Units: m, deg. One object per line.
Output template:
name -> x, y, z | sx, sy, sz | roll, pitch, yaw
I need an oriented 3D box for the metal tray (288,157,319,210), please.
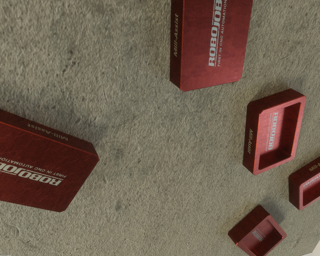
metal tray -> 0.333, 0.107, 0.651 | 0.131, 0.030, 0.090 | -28, 128, -11

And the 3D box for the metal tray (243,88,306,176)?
metal tray -> 0.185, 0.008, 0.509 | 0.091, 0.030, 0.129 | -19, 126, -18

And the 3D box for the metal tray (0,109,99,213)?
metal tray -> -0.147, 0.041, 0.348 | 0.131, 0.030, 0.090 | 26, 104, -37

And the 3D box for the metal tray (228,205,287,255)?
metal tray -> 0.210, 0.227, 0.658 | 0.090, 0.030, 0.130 | -43, 130, 1

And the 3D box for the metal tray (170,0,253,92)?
metal tray -> 0.059, -0.114, 0.365 | 0.091, 0.030, 0.129 | -14, 124, -21
